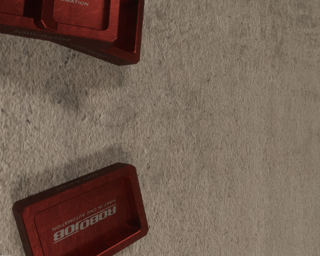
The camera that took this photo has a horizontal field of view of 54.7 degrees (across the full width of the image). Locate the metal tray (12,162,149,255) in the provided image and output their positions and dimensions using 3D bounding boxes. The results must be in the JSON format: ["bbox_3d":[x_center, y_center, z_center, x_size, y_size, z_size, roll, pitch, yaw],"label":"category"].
[{"bbox_3d":[-0.078,0.100,0.337,0.131,0.030,0.089,-19,102,-39],"label":"metal tray"}]

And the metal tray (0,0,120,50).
[{"bbox_3d":[-0.103,-0.129,0.285,0.131,0.030,0.089,5,87,-18],"label":"metal tray"}]

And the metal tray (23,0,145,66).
[{"bbox_3d":[-0.070,-0.125,0.323,0.131,0.030,0.089,9,85,-54],"label":"metal tray"}]
